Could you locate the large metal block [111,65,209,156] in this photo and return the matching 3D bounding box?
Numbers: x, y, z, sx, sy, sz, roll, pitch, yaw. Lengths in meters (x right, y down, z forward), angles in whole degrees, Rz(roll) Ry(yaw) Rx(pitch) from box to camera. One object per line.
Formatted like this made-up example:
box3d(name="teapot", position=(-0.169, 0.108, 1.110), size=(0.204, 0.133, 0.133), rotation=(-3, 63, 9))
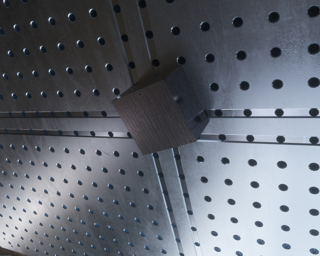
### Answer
box3d(name="large metal block", position=(0.002, -0.020, 0.382), size=(0.080, 0.050, 0.080), rotation=(-18, 109, 35))
